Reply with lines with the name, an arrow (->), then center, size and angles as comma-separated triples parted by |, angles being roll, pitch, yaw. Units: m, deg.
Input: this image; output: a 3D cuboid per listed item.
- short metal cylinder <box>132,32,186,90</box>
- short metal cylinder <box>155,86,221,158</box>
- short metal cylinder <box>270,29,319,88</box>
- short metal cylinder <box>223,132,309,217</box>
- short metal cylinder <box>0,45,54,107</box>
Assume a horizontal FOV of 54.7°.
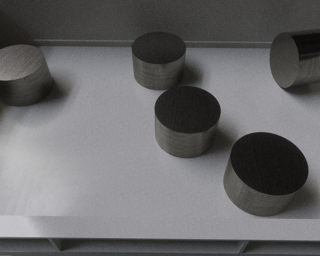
short metal cylinder -> -0.002, -0.103, 0.476 | 0.080, 0.050, 0.080 | 0, 50, 0
short metal cylinder -> 0.034, -0.008, 0.396 | 0.080, 0.050, 0.080 | 0, 50, 0
short metal cylinder -> 0.205, -0.102, 0.456 | 0.050, 0.080, 0.080 | -9, 51, -7
short metal cylinder -> 0.115, 0.051, 0.347 | 0.080, 0.050, 0.080 | 0, 50, 0
short metal cylinder -> -0.203, -0.077, 0.452 | 0.080, 0.050, 0.080 | 0, 50, 0
